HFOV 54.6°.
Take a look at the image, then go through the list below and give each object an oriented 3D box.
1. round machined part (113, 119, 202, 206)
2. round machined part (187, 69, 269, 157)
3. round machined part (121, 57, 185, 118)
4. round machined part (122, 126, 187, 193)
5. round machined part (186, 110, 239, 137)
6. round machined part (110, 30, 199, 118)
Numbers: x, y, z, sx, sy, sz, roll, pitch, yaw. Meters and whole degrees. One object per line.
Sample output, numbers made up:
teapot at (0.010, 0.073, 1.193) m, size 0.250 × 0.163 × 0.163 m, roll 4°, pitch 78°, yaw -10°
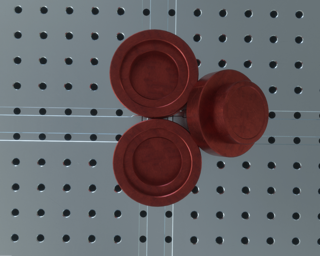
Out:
round machined part at (-0.003, 0.038, 0.362) m, size 0.099 × 0.042 × 0.097 m, roll 0°, pitch 90°, yaw 0°
round machined part at (0.081, -0.016, 0.342) m, size 0.099 × 0.042 × 0.097 m, roll 0°, pitch 89°, yaw -32°
round machined part at (-0.005, -0.061, 0.406) m, size 0.099 × 0.042 × 0.097 m, roll 0°, pitch 90°, yaw 0°
round machined part at (-0.004, 0.038, 0.405) m, size 0.099 × 0.042 × 0.097 m, roll 0°, pitch 90°, yaw 0°
round machined part at (0.085, -0.017, 0.406) m, size 0.099 × 0.042 × 0.097 m, roll 0°, pitch 90°, yaw 0°
round machined part at (-0.006, -0.060, 0.362) m, size 0.099 × 0.042 × 0.097 m, roll 0°, pitch 90°, yaw 0°
